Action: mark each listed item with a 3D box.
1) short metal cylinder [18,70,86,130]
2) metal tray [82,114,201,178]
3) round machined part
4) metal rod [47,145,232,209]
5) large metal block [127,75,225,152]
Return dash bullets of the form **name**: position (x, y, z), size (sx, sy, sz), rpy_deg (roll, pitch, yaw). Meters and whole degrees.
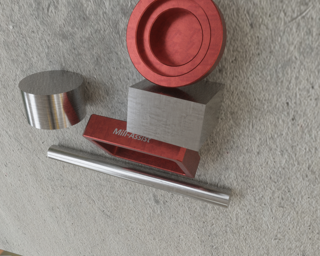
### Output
- **short metal cylinder**: position (-0.143, -0.040, 0.420), size (0.080, 0.080, 0.050), rpy_deg (15, 124, 19)
- **metal tray**: position (-0.021, 0.024, 0.395), size (0.130, 0.030, 0.090), rpy_deg (13, 163, 20)
- **round machined part**: position (0.019, -0.091, 0.316), size (0.098, 0.042, 0.097), rpy_deg (4, 101, 21)
- **metal rod**: position (-0.044, 0.068, 0.470), size (0.301, 0.025, 0.025), rpy_deg (11, 123, 21)
- **large metal block**: position (0.019, -0.023, 0.342), size (0.080, 0.080, 0.050), rpy_deg (15, 117, 19)
